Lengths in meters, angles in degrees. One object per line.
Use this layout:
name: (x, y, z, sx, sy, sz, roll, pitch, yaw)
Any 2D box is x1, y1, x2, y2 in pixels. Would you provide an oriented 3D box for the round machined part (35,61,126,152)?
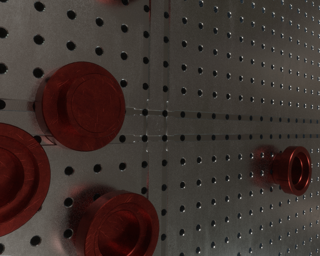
round machined part: (-0.078, -0.023, 0.334, 0.099, 0.042, 0.097, 0, 91, -40)

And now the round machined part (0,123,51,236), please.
round machined part: (-0.152, 0.044, 0.271, 0.099, 0.042, 0.097, 0, 90, -40)

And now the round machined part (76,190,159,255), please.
round machined part: (-0.052, 0.121, 0.357, 0.099, 0.042, 0.097, 0, 90, -40)

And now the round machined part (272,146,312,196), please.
round machined part: (0.262, 0.084, 0.622, 0.099, 0.042, 0.097, 0, 90, -40)
